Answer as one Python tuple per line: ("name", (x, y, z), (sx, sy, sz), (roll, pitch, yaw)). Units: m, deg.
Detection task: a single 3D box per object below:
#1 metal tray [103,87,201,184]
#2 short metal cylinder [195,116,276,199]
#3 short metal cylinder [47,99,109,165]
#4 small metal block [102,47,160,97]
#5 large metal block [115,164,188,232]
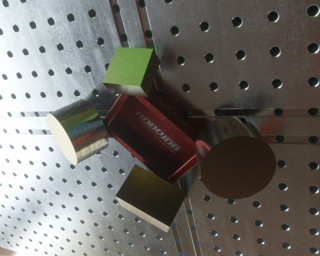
("metal tray", (-0.006, 0.007, 0.415), (0.130, 0.030, 0.090), (41, 129, -1))
("short metal cylinder", (0.083, 0.033, 0.352), (0.081, 0.050, 0.079), (-1, 116, -1))
("short metal cylinder", (-0.117, 0.005, 0.441), (0.080, 0.050, 0.079), (37, 143, 35))
("small metal block", (-0.033, -0.067, 0.368), (0.050, 0.050, 0.025), (9, 160, 23))
("large metal block", (-0.011, 0.103, 0.442), (0.080, 0.050, 0.080), (27, 158, 10))
